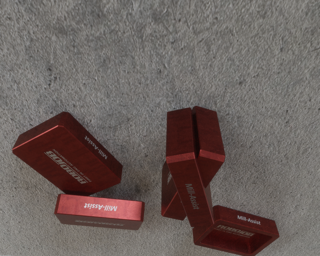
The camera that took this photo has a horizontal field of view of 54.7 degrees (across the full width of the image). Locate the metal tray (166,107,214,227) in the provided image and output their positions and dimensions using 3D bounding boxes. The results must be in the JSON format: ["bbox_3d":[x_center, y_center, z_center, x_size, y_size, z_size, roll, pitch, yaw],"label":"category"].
[{"bbox_3d":[0.039,0.051,0.391,0.030,0.090,0.129,-11,128,11],"label":"metal tray"}]

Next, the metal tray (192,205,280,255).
[{"bbox_3d":[0.137,0.192,0.568,0.131,0.030,0.089,19,128,-16],"label":"metal tray"}]

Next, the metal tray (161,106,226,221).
[{"bbox_3d":[0.037,0.047,0.404,0.030,0.090,0.129,15,129,-11],"label":"metal tray"}]

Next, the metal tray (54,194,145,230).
[{"bbox_3d":[-0.095,0.137,0.499,0.131,0.030,0.090,7,153,-6],"label":"metal tray"}]

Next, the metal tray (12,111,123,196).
[{"bbox_3d":[-0.126,0.045,0.441,0.090,0.030,0.130,-25,126,19],"label":"metal tray"}]
